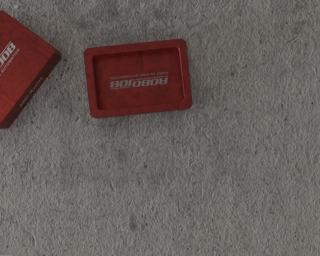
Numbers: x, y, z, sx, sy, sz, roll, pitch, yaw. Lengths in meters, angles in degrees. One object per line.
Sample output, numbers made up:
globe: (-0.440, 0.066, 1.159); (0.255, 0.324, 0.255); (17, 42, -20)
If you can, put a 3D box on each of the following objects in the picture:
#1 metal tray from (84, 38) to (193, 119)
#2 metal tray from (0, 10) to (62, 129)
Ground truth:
metal tray: (-0.028, -0.063, 0.406); (0.131, 0.030, 0.089); (-6, 90, 0)
metal tray: (-0.206, -0.074, 0.406); (0.090, 0.030, 0.130); (37, 90, 0)
